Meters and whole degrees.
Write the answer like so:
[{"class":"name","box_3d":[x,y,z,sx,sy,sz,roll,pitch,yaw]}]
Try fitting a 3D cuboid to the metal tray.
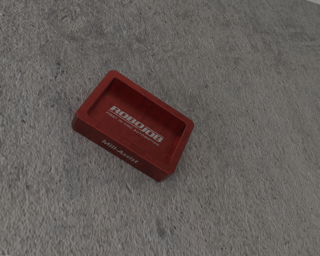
[{"class":"metal tray","box_3d":[-0.029,-0.004,0.386,0.130,0.030,0.090,33,51,-7]}]
